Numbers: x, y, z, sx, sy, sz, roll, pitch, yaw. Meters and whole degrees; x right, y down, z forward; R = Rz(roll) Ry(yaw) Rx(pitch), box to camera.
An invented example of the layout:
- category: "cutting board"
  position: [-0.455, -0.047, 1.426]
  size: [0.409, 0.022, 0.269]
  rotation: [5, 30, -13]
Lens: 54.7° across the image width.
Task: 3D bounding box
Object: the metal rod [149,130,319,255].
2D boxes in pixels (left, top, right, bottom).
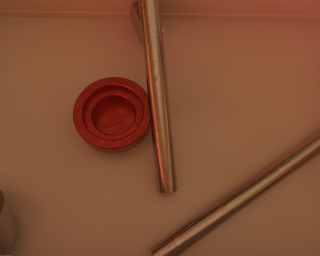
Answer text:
- category: "metal rod"
  position: [0.121, 0.072, 0.384]
  size: [0.301, 0.025, 0.025]
  rotation: [-31, 73, -11]

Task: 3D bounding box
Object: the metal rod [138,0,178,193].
- category: "metal rod"
  position: [-0.005, -0.071, 0.373]
  size: [0.025, 0.025, 0.298]
  rotation: [-6, 94, -3]

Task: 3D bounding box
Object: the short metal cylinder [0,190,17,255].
- category: "short metal cylinder"
  position: [-0.206, 0.106, 0.337]
  size: [0.081, 0.050, 0.080]
  rotation: [1, 38, -1]

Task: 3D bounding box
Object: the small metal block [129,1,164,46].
- category: "small metal block"
  position: [-0.020, -0.151, 0.443]
  size: [0.025, 0.050, 0.050]
  rotation: [-25, 96, -9]

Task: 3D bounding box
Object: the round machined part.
- category: "round machined part"
  position: [-0.059, -0.014, 0.405]
  size: [0.099, 0.042, 0.098]
  rotation: [0, 70, -1]
